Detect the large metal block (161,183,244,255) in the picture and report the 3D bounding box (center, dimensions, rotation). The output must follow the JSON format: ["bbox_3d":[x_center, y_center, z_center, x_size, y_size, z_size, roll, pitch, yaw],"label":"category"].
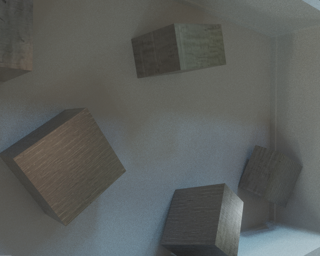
[{"bbox_3d":[0.057,0.124,0.406,0.050,0.080,0.080,46,46,-31],"label":"large metal block"}]

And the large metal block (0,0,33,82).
[{"bbox_3d":[-0.142,-0.084,0.251,0.050,0.080,0.080,1,90,-40],"label":"large metal block"}]

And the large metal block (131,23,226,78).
[{"bbox_3d":[0.023,-0.096,0.390,0.081,0.080,0.050,-15,100,-39],"label":"large metal block"}]

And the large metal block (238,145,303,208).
[{"bbox_3d":[0.194,0.085,0.543,0.080,0.050,0.080,27,85,-37],"label":"large metal block"}]

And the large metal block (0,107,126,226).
[{"bbox_3d":[-0.095,0.035,0.311,0.080,0.050,0.080,-42,116,-32],"label":"large metal block"}]
